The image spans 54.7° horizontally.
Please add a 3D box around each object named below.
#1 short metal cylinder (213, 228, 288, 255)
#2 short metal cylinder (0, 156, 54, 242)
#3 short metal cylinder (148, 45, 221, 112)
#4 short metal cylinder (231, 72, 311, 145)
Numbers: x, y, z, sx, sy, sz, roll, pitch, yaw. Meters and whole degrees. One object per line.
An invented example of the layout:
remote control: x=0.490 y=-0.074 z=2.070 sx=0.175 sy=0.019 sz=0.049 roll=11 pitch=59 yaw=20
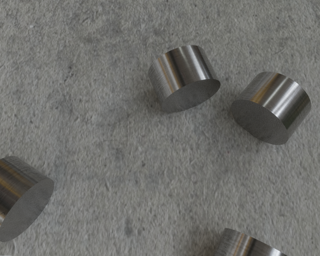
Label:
short metal cylinder: x=0.095 y=0.148 z=0.326 sx=0.080 sy=0.080 sz=0.050 roll=27 pitch=72 yaw=9
short metal cylinder: x=-0.167 y=0.078 z=0.348 sx=0.050 sy=0.080 sz=0.080 roll=31 pitch=73 yaw=10
short metal cylinder: x=0.031 y=-0.062 z=0.402 sx=0.081 sy=0.080 sz=0.050 roll=-19 pitch=72 yaw=-7
short metal cylinder: x=0.138 y=-0.024 z=0.389 sx=0.080 sy=0.080 sz=0.050 roll=39 pitch=75 yaw=12
